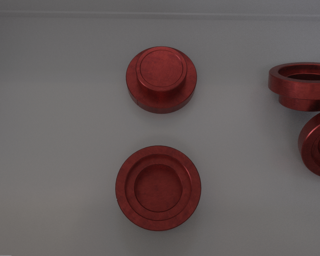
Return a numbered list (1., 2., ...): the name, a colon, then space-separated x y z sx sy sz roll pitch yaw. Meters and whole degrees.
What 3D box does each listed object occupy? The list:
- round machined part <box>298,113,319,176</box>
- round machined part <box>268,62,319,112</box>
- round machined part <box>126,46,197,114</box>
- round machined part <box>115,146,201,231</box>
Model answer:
1. round machined part: 0.220 0.013 0.378 0.099 0.097 0.042 10 35 3
2. round machined part: 0.192 -0.053 0.403 0.099 0.042 0.098 -4 25 2
3. round machined part: 0.002 -0.072 0.427 0.099 0.042 0.098 0 70 0
4. round machined part: -0.002 0.074 0.374 0.099 0.042 0.098 0 70 0
